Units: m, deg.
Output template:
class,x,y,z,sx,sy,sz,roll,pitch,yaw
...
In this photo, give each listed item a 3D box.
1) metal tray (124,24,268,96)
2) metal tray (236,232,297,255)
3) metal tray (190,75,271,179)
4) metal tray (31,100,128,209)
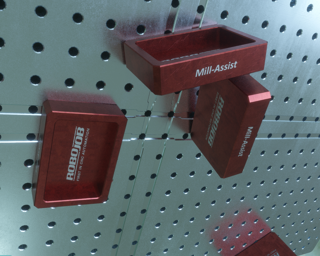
class,x,y,z,sx,sy,sz,roll,pitch,yaw
metal tray,0.037,-0.080,0.339,0.131,0.090,0.030,-16,125,-19
metal tray,0.228,0.300,0.677,0.131,0.090,0.030,-29,128,-10
metal tray,0.081,-0.011,0.391,0.030,0.090,0.129,-13,134,-21
metal tray,-0.099,0.034,0.374,0.091,0.030,0.129,3,117,-30
